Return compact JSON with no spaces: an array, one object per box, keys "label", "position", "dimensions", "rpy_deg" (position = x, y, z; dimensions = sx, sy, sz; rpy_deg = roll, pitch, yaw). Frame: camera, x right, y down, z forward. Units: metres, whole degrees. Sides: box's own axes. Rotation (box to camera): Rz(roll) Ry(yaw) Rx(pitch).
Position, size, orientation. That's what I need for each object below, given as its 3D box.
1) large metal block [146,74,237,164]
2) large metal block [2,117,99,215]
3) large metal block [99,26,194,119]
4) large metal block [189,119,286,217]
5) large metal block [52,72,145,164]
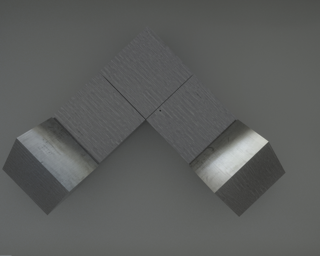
[{"label":"large metal block","position":[0.040,-0.009,0.397],"dimensions":[0.080,0.050,0.080],"rpy_deg":[-44,90,0]},{"label":"large metal block","position":[-0.134,0.048,0.374],"dimensions":[0.080,0.050,0.080],"rpy_deg":[46,133,0]},{"label":"large metal block","position":[-0.016,-0.067,0.397],"dimensions":[0.080,0.050,0.080],"rpy_deg":[-44,90,0]},{"label":"large metal block","position":[0.096,0.050,0.377],"dimensions":[0.080,0.050,0.080],"rpy_deg":[-44,134,0]},{"label":"large metal block","position":[-0.074,-0.011,0.396],"dimensions":[0.080,0.050,0.080],"rpy_deg":[-44,90,0]}]
